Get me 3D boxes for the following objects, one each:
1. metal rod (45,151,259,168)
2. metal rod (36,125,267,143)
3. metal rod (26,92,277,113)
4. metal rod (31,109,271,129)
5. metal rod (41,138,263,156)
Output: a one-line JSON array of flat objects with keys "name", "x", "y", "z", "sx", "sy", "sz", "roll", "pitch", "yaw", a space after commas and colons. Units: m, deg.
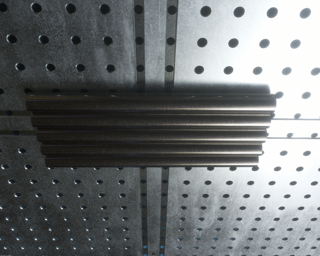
[{"name": "metal rod", "x": -0.011, "y": 0.045, "z": 0.449, "sx": 0.302, "sy": 0.025, "sz": 0.025, "roll": 0, "pitch": 130, "yaw": -1}, {"name": "metal rod", "x": -0.010, "y": 0.007, "z": 0.418, "sx": 0.302, "sy": 0.025, "sz": 0.025, "roll": 0, "pitch": 130, "yaw": -1}, {"name": "metal rod", "x": -0.010, "y": -0.031, "z": 0.385, "sx": 0.302, "sy": 0.025, "sz": 0.025, "roll": 0, "pitch": 130, "yaw": -1}, {"name": "metal rod", "x": -0.010, "y": -0.012, "z": 0.401, "sx": 0.302, "sy": 0.025, "sz": 0.025, "roll": 0, "pitch": 130, "yaw": -1}, {"name": "metal rod", "x": -0.011, "y": 0.026, "z": 0.434, "sx": 0.302, "sy": 0.025, "sz": 0.025, "roll": 0, "pitch": 130, "yaw": -1}]
